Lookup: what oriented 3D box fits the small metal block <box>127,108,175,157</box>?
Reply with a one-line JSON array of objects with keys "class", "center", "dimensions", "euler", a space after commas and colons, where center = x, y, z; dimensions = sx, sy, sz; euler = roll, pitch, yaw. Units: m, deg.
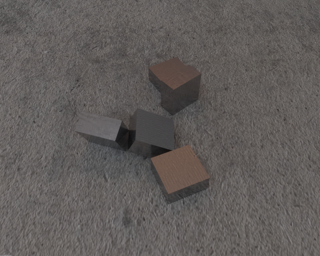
[{"class": "small metal block", "center": [-0.011, 0.008, 0.383], "dimensions": [0.050, 0.025, 0.050], "euler": [17, 47, -20]}]

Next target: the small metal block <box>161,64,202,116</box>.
[{"class": "small metal block", "center": [0.029, -0.053, 0.431], "dimensions": [0.050, 0.050, 0.025], "euler": [-33, 58, -24]}]

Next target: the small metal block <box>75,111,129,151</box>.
[{"class": "small metal block", "center": [-0.068, 0.005, 0.378], "dimensions": [0.050, 0.050, 0.025], "euler": [13, 74, 11]}]

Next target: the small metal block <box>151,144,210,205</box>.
[{"class": "small metal block", "center": [0.022, 0.053, 0.359], "dimensions": [0.050, 0.025, 0.050], "euler": [-18, 53, -15]}]

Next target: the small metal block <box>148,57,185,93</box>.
[{"class": "small metal block", "center": [0.017, -0.076, 0.467], "dimensions": [0.050, 0.025, 0.050], "euler": [-25, 55, -20]}]
